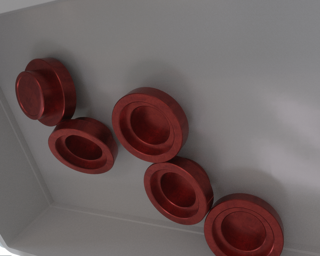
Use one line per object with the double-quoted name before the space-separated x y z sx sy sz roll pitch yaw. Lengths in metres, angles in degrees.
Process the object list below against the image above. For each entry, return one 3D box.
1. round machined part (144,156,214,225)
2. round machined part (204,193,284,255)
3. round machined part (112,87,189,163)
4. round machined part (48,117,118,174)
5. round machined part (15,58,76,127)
"round machined part" 0.029 0.080 0.425 0.098 0.042 0.097 18 124 29
"round machined part" 0.111 0.131 0.409 0.098 0.042 0.097 5 103 21
"round machined part" -0.009 -0.007 0.397 0.098 0.042 0.097 13 123 21
"round machined part" -0.108 0.022 0.457 0.098 0.042 0.097 8 136 9
"round machined part" -0.167 -0.049 0.439 0.098 0.042 0.097 13 113 35
